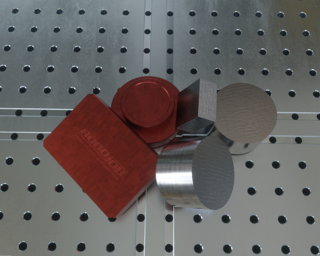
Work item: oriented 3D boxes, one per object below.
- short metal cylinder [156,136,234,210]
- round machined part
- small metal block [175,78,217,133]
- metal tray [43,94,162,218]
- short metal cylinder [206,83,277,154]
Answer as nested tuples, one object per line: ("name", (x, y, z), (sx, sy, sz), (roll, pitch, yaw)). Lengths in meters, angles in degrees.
("short metal cylinder", (0.042, 0.051, 0.354), (0.050, 0.080, 0.080), (-9, 63, 43))
("round machined part", (-0.016, -0.026, 0.408), (0.099, 0.042, 0.098), (0, 70, 0))
("small metal block", (0.045, -0.026, 0.385), (0.025, 0.050, 0.050), (16, 67, -24))
("metal tray", (-0.068, 0.032, 0.381), (0.130, 0.030, 0.090), (44, 91, 13))
("short metal cylinder", (0.102, -0.011, 0.400), (0.081, 0.050, 0.080), (0, 70, 0))
